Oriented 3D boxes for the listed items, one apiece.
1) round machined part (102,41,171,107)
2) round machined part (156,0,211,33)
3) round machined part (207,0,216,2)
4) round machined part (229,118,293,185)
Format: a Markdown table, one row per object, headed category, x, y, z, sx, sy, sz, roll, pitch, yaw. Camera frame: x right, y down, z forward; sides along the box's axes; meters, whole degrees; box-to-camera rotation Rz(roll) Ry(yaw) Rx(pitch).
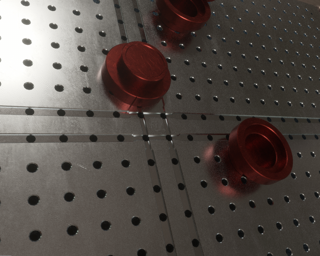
| category | x | y | z | sx | sy | sz | roll | pitch | yaw |
| --- | --- | --- | --- | --- | --- | --- | --- | --- | --- |
| round machined part | -0.028 | -0.082 | 0.434 | 0.099 | 0.042 | 0.098 | 14 | 56 | -21 |
| round machined part | 0.037 | -0.208 | 0.546 | 0.099 | 0.042 | 0.098 | 14 | 56 | -21 |
| round machined part | 0.069 | -0.270 | 0.572 | 0.098 | 0.098 | 0.042 | 32 | 78 | -8 |
| round machined part | 0.141 | 0.037 | 0.453 | 0.099 | 0.042 | 0.098 | 14 | 56 | -21 |
